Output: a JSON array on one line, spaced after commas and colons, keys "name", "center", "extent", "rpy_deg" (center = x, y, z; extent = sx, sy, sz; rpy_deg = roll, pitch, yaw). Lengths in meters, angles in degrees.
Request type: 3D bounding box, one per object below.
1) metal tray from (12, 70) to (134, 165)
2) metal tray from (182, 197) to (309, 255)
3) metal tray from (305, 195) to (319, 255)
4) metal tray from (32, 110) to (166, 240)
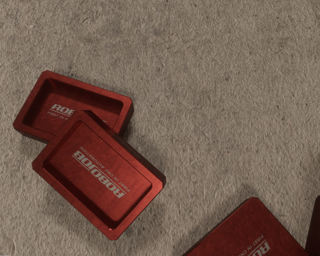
[{"name": "metal tray", "center": [-0.111, -0.015, 0.409], "extent": [0.131, 0.030, 0.090], "rpy_deg": [19, 71, 6]}, {"name": "metal tray", "center": [0.089, 0.153, 0.351], "extent": [0.131, 0.030, 0.090], "rpy_deg": [-37, 74, -13]}, {"name": "metal tray", "center": [0.188, 0.132, 0.327], "extent": [0.030, 0.090, 0.130], "rpy_deg": [20, 71, 7]}, {"name": "metal tray", "center": [-0.069, 0.052, 0.358], "extent": [0.130, 0.030, 0.090], "rpy_deg": [41, 96, 4]}]
